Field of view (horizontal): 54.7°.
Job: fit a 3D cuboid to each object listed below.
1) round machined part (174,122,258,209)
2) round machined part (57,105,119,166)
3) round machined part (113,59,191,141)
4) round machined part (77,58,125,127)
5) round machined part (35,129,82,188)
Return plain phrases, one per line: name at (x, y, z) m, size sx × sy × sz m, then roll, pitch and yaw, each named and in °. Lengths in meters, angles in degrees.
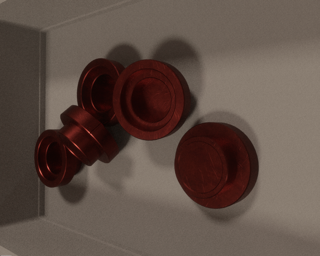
round machined part at (0.055, 0.042, 0.349) m, size 0.098 × 0.042 × 0.097 m, roll 0°, pitch 90°, yaw 39°
round machined part at (-0.109, 0.017, 0.447) m, size 0.098 × 0.042 × 0.098 m, roll 34°, pitch 155°, yaw 19°
round machined part at (-0.007, -0.035, 0.390) m, size 0.098 × 0.042 × 0.097 m, roll 3°, pitch 97°, yaw 25°
round machined part at (-0.075, -0.050, 0.455) m, size 0.098 × 0.042 × 0.097 m, roll 0°, pitch 90°, yaw 39°
round machined part at (-0.172, 0.051, 0.534) m, size 0.098 × 0.042 × 0.097 m, roll 0°, pitch 90°, yaw 39°
